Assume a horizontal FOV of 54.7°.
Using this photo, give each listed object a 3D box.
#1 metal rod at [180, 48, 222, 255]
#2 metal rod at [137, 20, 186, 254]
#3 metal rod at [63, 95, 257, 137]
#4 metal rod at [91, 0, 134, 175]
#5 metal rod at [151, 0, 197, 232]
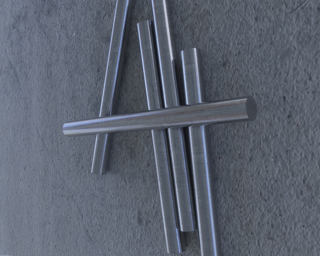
[{"bbox_3d":[0.051,0.056,0.363,0.025,0.025,0.298,-9,84,40],"label":"metal rod"},{"bbox_3d":[0.001,0.006,0.404,0.025,0.025,0.298,-13,82,39],"label":"metal rod"},{"bbox_3d":[-0.027,-0.009,0.393,0.300,0.025,0.025,-5,87,39],"label":"metal rod"},{"bbox_3d":[-0.069,-0.076,0.462,0.025,0.025,0.298,17,101,39],"label":"metal rod"},{"bbox_3d":[0.018,-0.025,0.389,0.025,0.025,0.298,-12,82,39],"label":"metal rod"}]
